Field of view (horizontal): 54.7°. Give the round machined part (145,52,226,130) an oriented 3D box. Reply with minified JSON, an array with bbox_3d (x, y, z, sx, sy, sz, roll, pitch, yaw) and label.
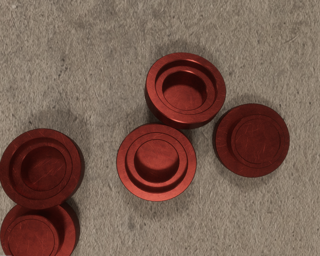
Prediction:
[{"bbox_3d":[0.029,-0.043,0.390,0.099,0.042,0.098,3,67,-7],"label":"round machined part"}]

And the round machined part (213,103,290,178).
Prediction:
[{"bbox_3d":[0.121,0.016,0.403,0.099,0.042,0.097,0,90,-1],"label":"round machined part"}]

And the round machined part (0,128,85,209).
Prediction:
[{"bbox_3d":[-0.145,0.052,0.394,0.099,0.042,0.097,0,79,-2],"label":"round machined part"}]

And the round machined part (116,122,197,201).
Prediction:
[{"bbox_3d":[-0.004,0.040,0.398,0.099,0.042,0.097,0,96,1],"label":"round machined part"}]

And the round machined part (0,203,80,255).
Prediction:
[{"bbox_3d":[-0.158,0.139,0.400,0.099,0.042,0.097,0,90,-1],"label":"round machined part"}]
